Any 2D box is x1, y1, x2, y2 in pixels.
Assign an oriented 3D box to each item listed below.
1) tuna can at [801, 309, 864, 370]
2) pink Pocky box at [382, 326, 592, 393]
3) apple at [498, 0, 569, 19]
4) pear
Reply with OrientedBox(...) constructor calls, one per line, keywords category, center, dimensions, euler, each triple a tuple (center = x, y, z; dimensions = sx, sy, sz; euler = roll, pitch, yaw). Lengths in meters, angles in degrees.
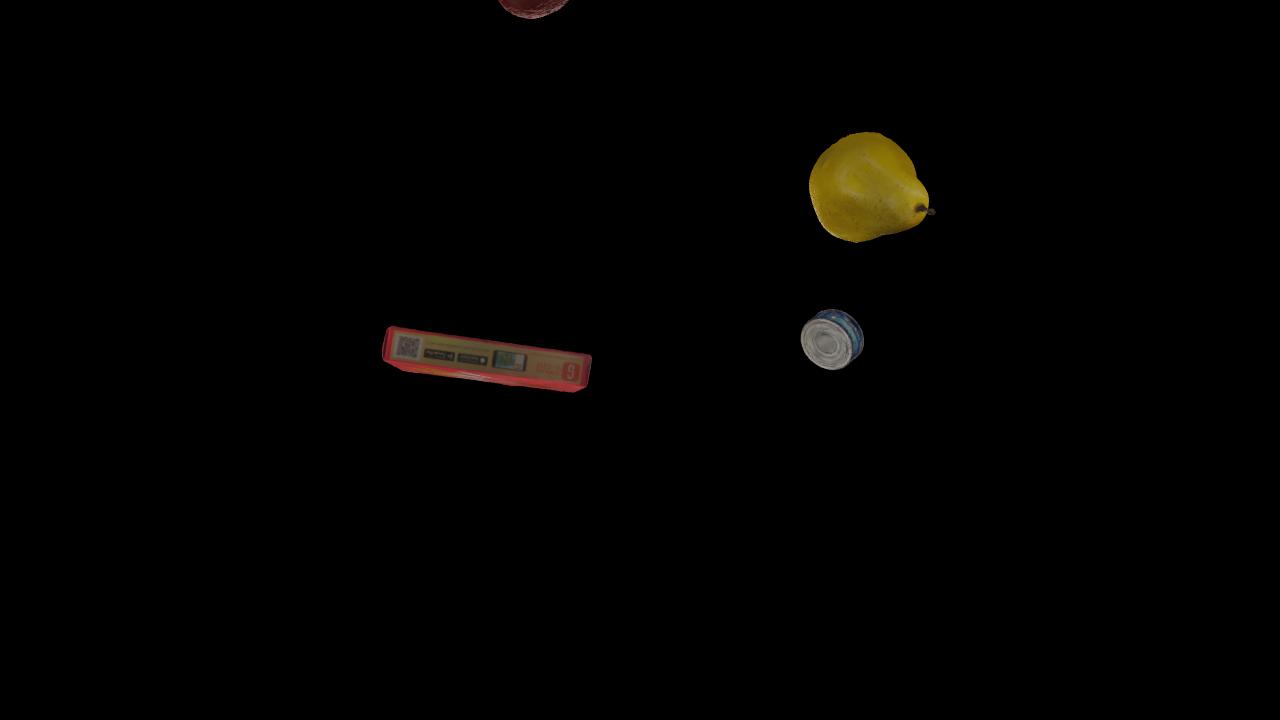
OrientedBox(category="tuna can", center=(0.273, -0.028, 0.879), dimensions=(0.034, 0.084, 0.084), euler=(-32, 20, -37))
OrientedBox(category="pink Pocky box", center=(-0.122, 0.002, 0.503), dimensions=(0.155, 0.029, 0.084), euler=(8, -8, -11))
OrientedBox(category="apple", center=(-0.083, -0.300, 0.448), dimensions=(0.079, 0.079, 0.093), euler=(0, -30, -6))
OrientedBox(category="pear", center=(0.176, -0.116, 0.440), dimensions=(0.080, 0.080, 0.111), euler=(0, 32, -30))
